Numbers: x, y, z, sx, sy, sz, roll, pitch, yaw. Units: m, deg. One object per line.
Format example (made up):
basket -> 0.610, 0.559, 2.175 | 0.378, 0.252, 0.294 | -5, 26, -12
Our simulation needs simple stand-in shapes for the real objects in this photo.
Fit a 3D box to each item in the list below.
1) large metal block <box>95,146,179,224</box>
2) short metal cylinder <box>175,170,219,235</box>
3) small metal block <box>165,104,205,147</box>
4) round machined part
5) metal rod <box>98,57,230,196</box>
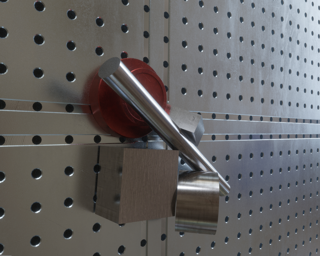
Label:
large metal block -> -0.026, 0.064, 0.370 | 0.081, 0.050, 0.080 | 6, 86, -40
short metal cylinder -> 0.048, 0.097, 0.407 | 0.080, 0.050, 0.079 | 1, 92, -85
small metal block -> 0.029, -0.003, 0.407 | 0.025, 0.050, 0.050 | -64, 160, -16
round machined part -> -0.030, -0.036, 0.374 | 0.099, 0.042, 0.097 | 0, 90, -40
metal rod -> 0.027, 0.021, 0.392 | 0.300, 0.025, 0.025 | 46, 62, -45
